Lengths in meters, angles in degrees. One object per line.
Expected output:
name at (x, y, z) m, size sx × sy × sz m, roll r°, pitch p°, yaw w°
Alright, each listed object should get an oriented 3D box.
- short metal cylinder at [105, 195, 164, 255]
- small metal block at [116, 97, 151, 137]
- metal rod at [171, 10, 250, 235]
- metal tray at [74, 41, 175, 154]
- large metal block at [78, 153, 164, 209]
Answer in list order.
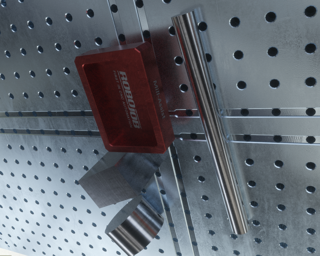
short metal cylinder at (-0.040, 0.153, 0.490) m, size 0.050 × 0.080 × 0.080 m, roll 47°, pitch 129°, yaw -5°
small metal block at (-0.028, -0.024, 0.410) m, size 0.050 × 0.025 × 0.050 m, roll 36°, pitch 129°, yaw 4°
metal rod at (0.069, 0.011, 0.380) m, size 0.025 × 0.025 × 0.298 m, roll -5°, pitch 116°, yaw 30°
metal tray at (-0.040, -0.032, 0.375) m, size 0.090 × 0.030 × 0.129 m, roll -1°, pitch 118°, yaw 28°
large metal block at (-0.054, 0.061, 0.440) m, size 0.080 × 0.080 × 0.050 m, roll -26°, pitch 104°, yaw 37°
